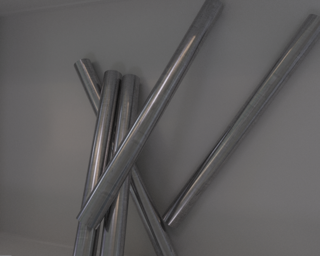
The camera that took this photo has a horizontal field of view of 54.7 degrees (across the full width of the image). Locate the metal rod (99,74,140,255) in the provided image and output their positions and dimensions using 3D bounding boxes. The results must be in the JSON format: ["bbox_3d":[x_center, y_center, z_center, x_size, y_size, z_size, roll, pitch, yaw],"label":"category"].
[{"bbox_3d":[-0.047,0.066,0.359,0.025,0.025,0.299,-7,61,20],"label":"metal rod"}]

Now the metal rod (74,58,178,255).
[{"bbox_3d":[-0.050,0.038,0.422,0.025,0.025,0.299,-29,78,18],"label":"metal rod"}]

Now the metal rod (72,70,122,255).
[{"bbox_3d":[-0.075,0.061,0.369,0.025,0.025,0.299,-6,63,20],"label":"metal rod"}]

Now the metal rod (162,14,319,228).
[{"bbox_3d":[0.096,0.001,0.376,0.025,0.025,0.299,37,102,16],"label":"metal rod"}]

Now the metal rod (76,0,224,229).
[{"bbox_3d":[-0.004,-0.028,0.356,0.025,0.025,0.300,26,77,18],"label":"metal rod"}]
